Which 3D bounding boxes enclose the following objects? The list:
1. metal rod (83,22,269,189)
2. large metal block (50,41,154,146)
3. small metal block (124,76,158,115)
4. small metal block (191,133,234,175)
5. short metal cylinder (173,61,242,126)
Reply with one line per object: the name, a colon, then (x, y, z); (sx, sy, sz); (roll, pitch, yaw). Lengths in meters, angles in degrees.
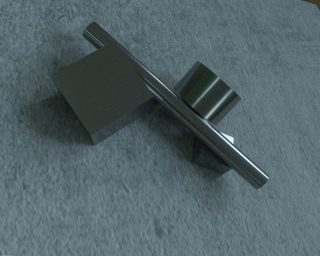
metal rod: (0.021, -0.029, 0.404); (0.300, 0.025, 0.025); (41, 51, 0)
large metal block: (-0.065, -0.039, 0.358); (0.080, 0.050, 0.080); (-33, 81, -15)
small metal block: (-0.032, -0.050, 0.421); (0.050, 0.025, 0.050); (12, 57, -22)
small metal block: (0.073, 0.031, 0.428); (0.050, 0.025, 0.050); (22, 53, -15)
short metal cylinder: (0.065, -0.048, 0.430); (0.080, 0.050, 0.080); (40, 11, -9)
